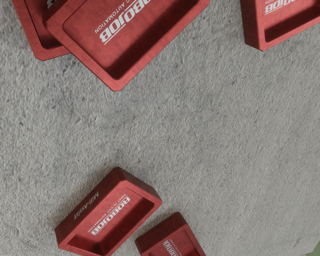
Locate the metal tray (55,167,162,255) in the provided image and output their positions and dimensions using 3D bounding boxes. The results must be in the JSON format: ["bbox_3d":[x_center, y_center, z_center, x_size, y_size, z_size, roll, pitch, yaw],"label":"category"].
[{"bbox_3d":[-0.071,0.126,0.442,0.130,0.030,0.090,-46,129,4],"label":"metal tray"}]

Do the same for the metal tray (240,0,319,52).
[{"bbox_3d":[0.165,-0.165,0.391,0.131,0.030,0.090,-28,128,-11],"label":"metal tray"}]

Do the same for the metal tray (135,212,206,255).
[{"bbox_3d":[0.023,0.216,0.549,0.090,0.030,0.130,-32,129,-7],"label":"metal tray"}]

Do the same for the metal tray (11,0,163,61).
[{"bbox_3d":[-0.067,-0.126,0.288,0.131,0.030,0.089,-22,127,-16],"label":"metal tray"}]

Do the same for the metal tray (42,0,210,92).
[{"bbox_3d":[-0.027,-0.108,0.282,0.130,0.030,0.090,-44,130,2],"label":"metal tray"}]
